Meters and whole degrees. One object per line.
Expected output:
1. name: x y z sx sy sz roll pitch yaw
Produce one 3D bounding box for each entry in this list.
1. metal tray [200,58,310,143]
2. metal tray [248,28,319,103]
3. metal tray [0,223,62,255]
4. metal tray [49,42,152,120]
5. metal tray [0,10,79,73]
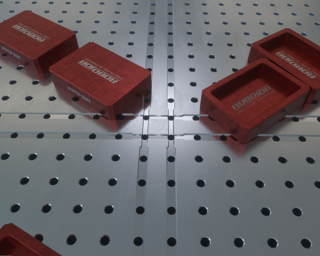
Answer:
1. metal tray: 0.134 -0.044 0.441 0.131 0.030 0.090 -30 56 -23
2. metal tray: 0.218 -0.104 0.492 0.091 0.030 0.130 -27 55 -21
3. metal tray: -0.117 0.155 0.273 0.130 0.030 0.090 24 54 18
4. metal tray: -0.089 -0.075 0.468 0.130 0.030 0.090 31 56 23
5. metal tray: -0.218 -0.151 0.531 0.130 0.030 0.090 29 56 22
